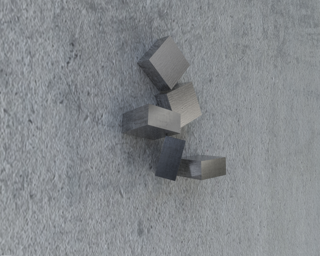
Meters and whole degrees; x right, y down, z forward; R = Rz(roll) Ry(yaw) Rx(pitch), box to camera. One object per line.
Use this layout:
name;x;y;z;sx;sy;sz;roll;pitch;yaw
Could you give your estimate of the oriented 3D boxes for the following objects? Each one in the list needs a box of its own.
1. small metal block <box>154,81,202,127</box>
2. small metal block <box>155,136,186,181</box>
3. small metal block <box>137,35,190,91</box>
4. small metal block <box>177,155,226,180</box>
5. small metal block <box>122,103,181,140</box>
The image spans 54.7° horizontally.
small metal block;0.026;-0.031;0.426;0.050;0.025;0.050;-30;109;-36
small metal block;0.014;0.040;0.396;0.025;0.050;0.050;15;83;5
small metal block;0.006;-0.085;0.409;0.050;0.025;0.050;51;60;-28
small metal block;0.057;0.054;0.436;0.050;0.050;0.025;-3;92;-40
small metal block;-0.011;-0.006;0.377;0.050;0.050;0.025;15;69;-39
